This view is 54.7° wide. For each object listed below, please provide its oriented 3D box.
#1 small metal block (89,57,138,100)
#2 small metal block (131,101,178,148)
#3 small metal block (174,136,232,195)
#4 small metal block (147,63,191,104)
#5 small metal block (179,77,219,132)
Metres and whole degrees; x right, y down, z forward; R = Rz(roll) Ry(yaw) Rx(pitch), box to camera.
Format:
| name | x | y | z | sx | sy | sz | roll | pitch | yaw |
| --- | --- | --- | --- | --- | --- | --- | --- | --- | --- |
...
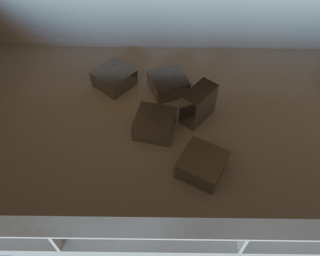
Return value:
| name | x | y | z | sx | sy | sz | roll | pitch | yaw |
| --- | --- | --- | --- | --- | --- | --- | --- | --- | --- |
| small metal block | -0.069 | -0.075 | 0.468 | 0.050 | 0.025 | 0.050 | 33 | 57 | 25 |
| small metal block | -0.007 | -0.006 | 0.410 | 0.050 | 0.025 | 0.050 | 10 | 51 | 8 |
| small metal block | 0.050 | 0.044 | 0.369 | 0.050 | 0.025 | 0.050 | 23 | 54 | 18 |
| small metal block | 0.012 | -0.066 | 0.461 | 0.050 | 0.025 | 0.050 | -15 | 52 | -12 |
| small metal block | 0.052 | -0.032 | 0.416 | 0.025 | 0.050 | 0.050 | 33 | 57 | 24 |
